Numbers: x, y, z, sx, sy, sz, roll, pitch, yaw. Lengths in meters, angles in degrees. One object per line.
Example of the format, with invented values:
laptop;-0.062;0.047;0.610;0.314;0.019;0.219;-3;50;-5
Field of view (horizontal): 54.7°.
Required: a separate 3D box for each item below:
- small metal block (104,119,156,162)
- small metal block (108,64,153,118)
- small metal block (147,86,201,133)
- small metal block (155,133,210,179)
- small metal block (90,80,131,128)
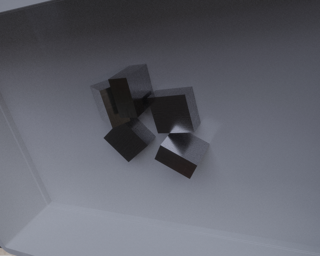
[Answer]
small metal block;-0.043;0.013;0.438;0.050;0.025;0.050;45;129;-4
small metal block;-0.033;-0.046;0.380;0.025;0.050;0.050;0;118;28
small metal block;0.018;-0.022;0.385;0.050;0.025;0.050;-2;118;29
small metal block;0.029;0.030;0.395;0.050;0.050;0.025;29;128;9
small metal block;-0.066;-0.033;0.404;0.050;0.025;0.050;28;138;61
